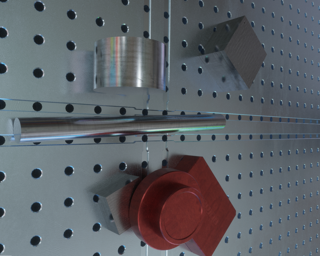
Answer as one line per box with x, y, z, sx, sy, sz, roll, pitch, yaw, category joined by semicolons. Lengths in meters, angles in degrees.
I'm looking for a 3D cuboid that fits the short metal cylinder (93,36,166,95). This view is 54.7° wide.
-0.033;-0.066;0.347;0.081;0.080;0.050;1;90;-40;short metal cylinder

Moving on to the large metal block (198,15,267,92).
0.118;-0.116;0.494;0.080;0.050;0.080;47;62;-30;large metal block

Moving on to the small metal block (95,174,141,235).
-0.044;0.091;0.375;0.050;0.025;0.050;-27;107;-37;small metal block

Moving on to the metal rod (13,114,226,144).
-0.021;-0.004;0.393;0.302;0.025;0.025;-3;92;-40;metal rod

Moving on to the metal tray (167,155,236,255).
0.056;0.115;0.455;0.090;0.030;0.130;-48;119;-29;metal tray

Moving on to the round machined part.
0.016;0.100;0.375;0.099;0.042;0.097;-4;96;-35;round machined part
